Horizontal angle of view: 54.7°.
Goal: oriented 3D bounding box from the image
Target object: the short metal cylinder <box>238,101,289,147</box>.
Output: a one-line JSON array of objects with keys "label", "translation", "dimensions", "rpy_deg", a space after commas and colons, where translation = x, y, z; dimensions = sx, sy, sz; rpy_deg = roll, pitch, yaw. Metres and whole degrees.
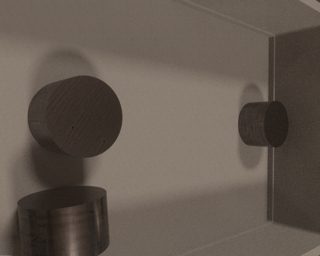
[{"label": "short metal cylinder", "translation": [0.183, -0.007, 0.547], "dimensions": [0.081, 0.050, 0.079], "rpy_deg": [0, 90, -40]}]

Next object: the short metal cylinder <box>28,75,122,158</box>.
[{"label": "short metal cylinder", "translation": [-0.087, -0.011, 0.319], "dimensions": [0.081, 0.050, 0.079], "rpy_deg": [0, 90, -40]}]

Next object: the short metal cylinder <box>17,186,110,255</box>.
[{"label": "short metal cylinder", "translation": [-0.090, 0.090, 0.296], "dimensions": [0.081, 0.080, 0.050], "rpy_deg": [-6, 94, -40]}]
